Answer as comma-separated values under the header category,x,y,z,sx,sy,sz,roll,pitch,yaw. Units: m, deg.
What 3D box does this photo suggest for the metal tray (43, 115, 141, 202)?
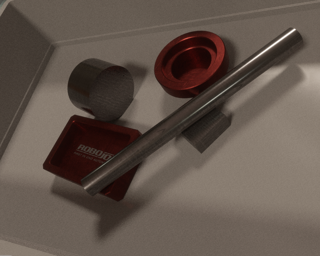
category,x,y,z,sx,sy,sz,roll,pitch,yaw
metal tray,-0.090,0.036,0.425,0.130,0.030,0.090,13,68,33

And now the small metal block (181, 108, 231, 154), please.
category,x,y,z,sx,sy,sz,roll,pitch,yaw
small metal block,0.049,-0.005,0.382,0.050,0.025,0.050,-44,51,-3

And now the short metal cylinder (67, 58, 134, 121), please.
category,x,y,z,sx,sy,sz,roll,pitch,yaw
short metal cylinder,-0.084,-0.056,0.447,0.050,0.080,0.080,24,75,36

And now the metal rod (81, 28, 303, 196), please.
category,x,y,z,sx,sy,sz,roll,pitch,yaw
metal rod,0.037,-0.019,0.363,0.301,0.025,0.025,-36,51,0

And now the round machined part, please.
category,x,y,z,sx,sy,sz,roll,pitch,yaw
round machined part,0.045,-0.080,0.419,0.098,0.042,0.098,-13,56,20
